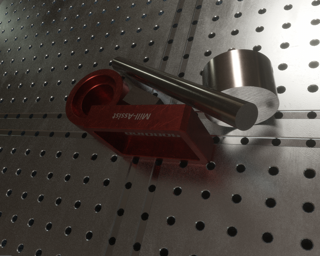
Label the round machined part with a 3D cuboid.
[{"bbox_3d":[-0.088,-0.037,0.464,0.098,0.042,0.098,-13,56,20],"label":"round machined part"}]

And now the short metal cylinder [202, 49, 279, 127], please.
[{"bbox_3d":[0.089,-0.042,0.352,0.080,0.080,0.050,-11,57,22],"label":"short metal cylinder"}]

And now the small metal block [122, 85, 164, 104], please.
[{"bbox_3d":[-0.014,-0.025,0.414,0.050,0.050,0.025,30,79,37],"label":"small metal block"}]

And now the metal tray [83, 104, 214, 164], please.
[{"bbox_3d":[-0.012,0.008,0.366,0.130,0.090,0.030,1,63,28],"label":"metal tray"}]

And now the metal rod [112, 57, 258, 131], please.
[{"bbox_3d":[0.003,-0.057,0.384,0.025,0.025,0.300,-48,34,-5],"label":"metal rod"}]
